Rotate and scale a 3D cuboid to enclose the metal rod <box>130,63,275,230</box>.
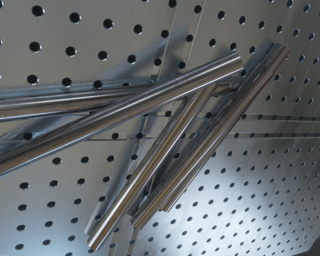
[{"bbox_3d":[0.051,0.036,0.444,0.025,0.025,0.299,25,111,-37],"label":"metal rod"}]

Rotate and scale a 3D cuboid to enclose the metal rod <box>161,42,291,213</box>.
[{"bbox_3d":[0.089,0.006,0.465,0.025,0.025,0.299,27,103,-38],"label":"metal rod"}]

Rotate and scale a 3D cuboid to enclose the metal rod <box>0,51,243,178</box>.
[{"bbox_3d":[-0.050,-0.014,0.344,0.301,0.025,0.025,-24,128,-2],"label":"metal rod"}]

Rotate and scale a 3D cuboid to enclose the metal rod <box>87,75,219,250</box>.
[{"bbox_3d":[-0.019,0.057,0.419,0.025,0.025,0.298,20,113,-36],"label":"metal rod"}]

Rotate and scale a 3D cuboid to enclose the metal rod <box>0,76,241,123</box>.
[{"bbox_3d":[-0.030,-0.039,0.371,0.303,0.025,0.025,-9,123,-24],"label":"metal rod"}]
